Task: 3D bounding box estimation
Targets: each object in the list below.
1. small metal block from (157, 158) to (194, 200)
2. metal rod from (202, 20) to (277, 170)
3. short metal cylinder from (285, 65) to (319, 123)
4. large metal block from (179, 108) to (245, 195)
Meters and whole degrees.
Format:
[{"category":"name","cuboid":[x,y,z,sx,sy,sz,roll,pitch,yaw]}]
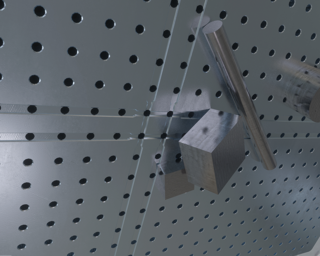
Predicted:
[{"category":"small metal block","cuboid":[0.025,0.076,0.472,0.050,0.025,0.050,-15,125,-20]},{"category":"metal rod","cuboid":[0.131,-0.027,0.465,0.025,0.025,0.300,-38,130,-3]},{"category":"short metal cylinder","cuboid":[0.252,-0.056,0.498,0.081,0.050,0.079,-14,124,-21]},{"category":"large metal block","cuboid":[0.077,0.032,0.438,0.080,0.050,0.080,-43,135,-32]}]
